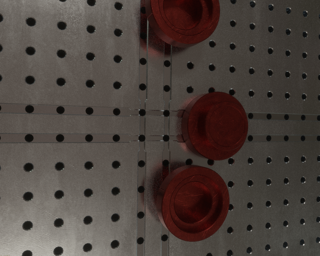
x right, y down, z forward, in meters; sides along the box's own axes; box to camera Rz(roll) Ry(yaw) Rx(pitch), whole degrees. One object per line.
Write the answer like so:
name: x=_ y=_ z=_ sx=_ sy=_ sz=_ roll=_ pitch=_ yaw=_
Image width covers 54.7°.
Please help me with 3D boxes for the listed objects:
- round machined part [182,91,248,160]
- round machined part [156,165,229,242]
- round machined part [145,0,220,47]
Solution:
round machined part: x=0.084 y=-0.003 z=0.436 sx=0.099 sy=0.042 sz=0.097 roll=0 pitch=90 yaw=-21
round machined part: x=0.041 y=0.098 z=0.420 sx=0.099 sy=0.042 sz=0.097 roll=0 pitch=90 yaw=-21
round machined part: x=0.027 y=-0.156 z=0.414 sx=0.099 sy=0.042 sz=0.097 roll=0 pitch=90 yaw=-21
